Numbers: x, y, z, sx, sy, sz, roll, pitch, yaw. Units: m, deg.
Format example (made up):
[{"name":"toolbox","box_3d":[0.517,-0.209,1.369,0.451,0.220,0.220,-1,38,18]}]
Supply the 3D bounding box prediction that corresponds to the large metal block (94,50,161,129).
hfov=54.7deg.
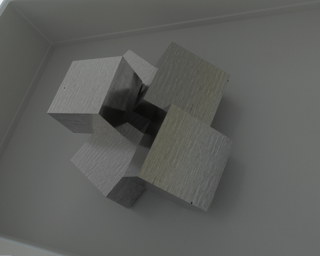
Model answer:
[{"name":"large metal block","box_3d":[-0.039,-0.053,0.440,0.080,0.050,0.080,-45,51,-4]}]

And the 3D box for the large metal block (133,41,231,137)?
[{"name":"large metal block","box_3d":[0.026,-0.042,0.371,0.080,0.050,0.080,28,71,-10]}]

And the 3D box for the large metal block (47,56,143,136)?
[{"name":"large metal block","box_3d":[-0.079,-0.039,0.385,0.080,0.050,0.080,2,61,30]}]

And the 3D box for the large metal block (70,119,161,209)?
[{"name":"large metal block","box_3d":[-0.049,0.038,0.385,0.080,0.050,0.080,34,80,38]}]

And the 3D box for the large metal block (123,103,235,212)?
[{"name":"large metal block","box_3d":[0.020,0.033,0.328,0.080,0.080,0.050,-65,16,-18]}]
